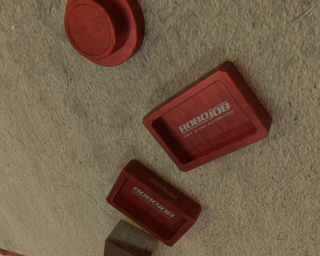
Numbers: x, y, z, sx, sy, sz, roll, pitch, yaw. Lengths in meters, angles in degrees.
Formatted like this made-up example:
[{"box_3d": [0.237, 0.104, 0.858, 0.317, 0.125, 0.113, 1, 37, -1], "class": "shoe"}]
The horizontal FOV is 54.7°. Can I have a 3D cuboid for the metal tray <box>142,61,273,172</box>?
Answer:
[{"box_3d": [0.052, -0.008, 0.370, 0.130, 0.030, 0.090, -31, 102, 38], "class": "metal tray"}]

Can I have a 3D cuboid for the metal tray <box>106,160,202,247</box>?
[{"box_3d": [-0.013, 0.119, 0.483, 0.130, 0.030, 0.089, 35, 129, 5], "class": "metal tray"}]

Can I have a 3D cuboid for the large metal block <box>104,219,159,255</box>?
[{"box_3d": [-0.053, 0.224, 0.557, 0.080, 0.050, 0.079, 22, 127, 14], "class": "large metal block"}]

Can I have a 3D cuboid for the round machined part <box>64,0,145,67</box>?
[{"box_3d": [-0.071, -0.118, 0.360, 0.098, 0.042, 0.097, 13, 124, 21], "class": "round machined part"}]
